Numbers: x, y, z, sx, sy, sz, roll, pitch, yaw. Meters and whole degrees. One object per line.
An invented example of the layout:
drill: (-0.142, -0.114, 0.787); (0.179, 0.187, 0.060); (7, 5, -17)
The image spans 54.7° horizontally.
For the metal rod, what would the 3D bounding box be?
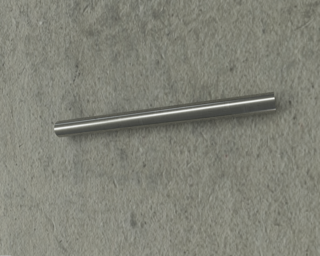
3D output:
metal rod: (-0.007, -0.014, 0.410); (0.301, 0.025, 0.025); (-6, 88, 19)
